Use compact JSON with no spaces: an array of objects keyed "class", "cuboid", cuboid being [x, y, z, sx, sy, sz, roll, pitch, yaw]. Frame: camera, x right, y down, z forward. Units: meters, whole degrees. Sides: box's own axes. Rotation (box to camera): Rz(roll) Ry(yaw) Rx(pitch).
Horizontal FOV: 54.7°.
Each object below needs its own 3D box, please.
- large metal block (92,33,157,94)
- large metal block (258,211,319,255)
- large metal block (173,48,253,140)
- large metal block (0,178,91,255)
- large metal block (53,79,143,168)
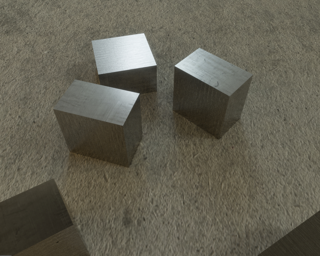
[{"class":"large metal block","cuboid":[-0.053,-0.093,0.464,0.081,0.050,0.080,-11,51,-9]},{"class":"large metal block","cuboid":[0.138,0.134,0.275,0.081,0.050,0.080,-25,55,-20]},{"class":"large metal block","cuboid":[0.065,-0.045,0.405,0.080,0.080,0.050,34,58,25]},{"class":"large metal block","cuboid":[-0.117,0.102,0.280,0.081,0.080,0.050,-24,54,-19]},{"class":"large metal block","cuboid":[-0.069,-0.004,0.370,0.080,0.080,0.050,13,52,11]}]
